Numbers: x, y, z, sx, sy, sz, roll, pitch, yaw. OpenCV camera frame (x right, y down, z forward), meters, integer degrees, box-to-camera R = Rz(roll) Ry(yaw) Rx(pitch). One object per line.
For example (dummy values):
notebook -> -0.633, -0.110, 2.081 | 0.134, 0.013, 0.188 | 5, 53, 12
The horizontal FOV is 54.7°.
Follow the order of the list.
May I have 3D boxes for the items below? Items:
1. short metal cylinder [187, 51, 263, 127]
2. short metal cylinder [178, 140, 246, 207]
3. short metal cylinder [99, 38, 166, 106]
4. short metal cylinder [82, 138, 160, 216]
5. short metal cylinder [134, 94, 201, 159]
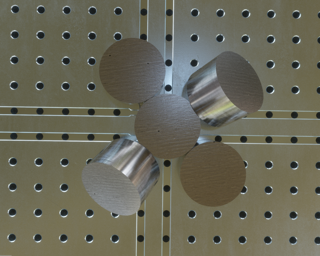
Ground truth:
short metal cylinder -> 0.080, -0.047, 0.382 | 0.081, 0.050, 0.080 | 16, 61, -31
short metal cylinder -> 0.065, 0.056, 0.402 | 0.081, 0.050, 0.079 | 0, 90, -1
short metal cylinder -> -0.034, -0.070, 0.400 | 0.081, 0.050, 0.079 | 0, 90, -1
short metal cylinder -> -0.047, 0.060, 0.380 | 0.080, 0.050, 0.079 | 15, 127, 21
short metal cylinder -> 0.009, -0.002, 0.401 | 0.081, 0.050, 0.079 | 0, 90, -1
